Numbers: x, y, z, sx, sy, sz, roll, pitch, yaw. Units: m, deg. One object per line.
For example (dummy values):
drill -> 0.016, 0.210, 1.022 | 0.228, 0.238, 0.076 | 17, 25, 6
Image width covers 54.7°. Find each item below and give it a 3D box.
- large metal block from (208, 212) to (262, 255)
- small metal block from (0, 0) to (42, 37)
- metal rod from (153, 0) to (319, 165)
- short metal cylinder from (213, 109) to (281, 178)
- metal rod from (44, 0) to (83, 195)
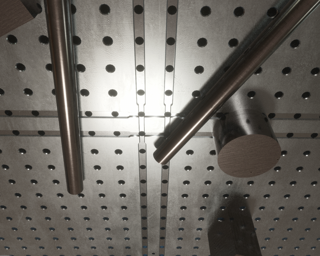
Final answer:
large metal block -> 0.132, 0.213, 0.559 | 0.050, 0.080, 0.079 | 17, 128, -14
small metal block -> -0.157, -0.123, 0.304 | 0.050, 0.025, 0.050 | -21, 128, 16
metal rod -> 0.082, -0.053, 0.367 | 0.025, 0.025, 0.298 | 26, 125, -21
short metal cylinder -> 0.114, 0.022, 0.416 | 0.081, 0.050, 0.079 | 0, 130, 0
metal rod -> -0.117, -0.017, 0.395 | 0.025, 0.025, 0.298 | 5, 130, -5
